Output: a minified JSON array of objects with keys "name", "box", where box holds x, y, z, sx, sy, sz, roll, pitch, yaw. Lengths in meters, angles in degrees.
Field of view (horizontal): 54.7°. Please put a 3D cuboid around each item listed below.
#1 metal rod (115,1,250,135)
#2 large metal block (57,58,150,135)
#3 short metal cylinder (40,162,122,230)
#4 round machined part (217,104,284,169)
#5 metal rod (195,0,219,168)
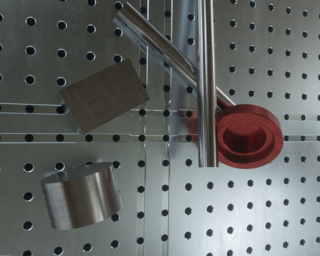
[{"name":"metal rod","box":[0.062,-0.060,0.436,0.301,0.025,0.025,40,77,-16]},{"name":"large metal block","box":[-0.069,-0.034,0.359,0.080,0.080,0.050,-30,100,-18]},{"name":"short metal cylinder","box":[-0.088,0.074,0.352,0.081,0.080,0.050,-14,95,-20]},{"name":"round machined part","box":[0.117,0.008,0.430,0.098,0.098,0.042,40,36,-16]},{"name":"metal rod","box":[0.061,-0.098,0.412,0.025,0.025,0.298,3,80,-20]}]
